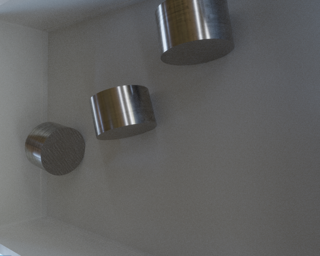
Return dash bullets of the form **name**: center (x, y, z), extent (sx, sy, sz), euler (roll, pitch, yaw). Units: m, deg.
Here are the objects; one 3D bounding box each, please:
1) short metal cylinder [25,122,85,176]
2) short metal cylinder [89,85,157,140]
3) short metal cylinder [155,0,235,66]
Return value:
- **short metal cylinder**: center (-0.173, 0.033, 0.514), extent (0.050, 0.081, 0.079), euler (14, 99, 39)
- **short metal cylinder**: center (-0.049, -0.019, 0.411), extent (0.080, 0.081, 0.050), euler (-22, 76, 38)
- **short metal cylinder**: center (0.037, -0.106, 0.340), extent (0.080, 0.081, 0.050), euler (-12, 82, 39)
